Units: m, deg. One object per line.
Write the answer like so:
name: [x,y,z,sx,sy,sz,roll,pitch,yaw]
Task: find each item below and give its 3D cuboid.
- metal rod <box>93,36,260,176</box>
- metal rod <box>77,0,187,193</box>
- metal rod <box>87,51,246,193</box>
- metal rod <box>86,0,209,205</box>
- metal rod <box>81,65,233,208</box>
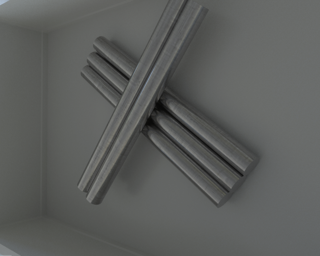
metal rod: [0.002,-0.045,0.404,0.300,0.025,0.025,42,116,31]
metal rod: [-0.043,-0.031,0.408,0.025,0.025,0.298,45,117,31]
metal rod: [-0.010,-0.025,0.413,0.300,0.025,0.025,42,116,32]
metal rod: [-0.027,-0.016,0.395,0.025,0.025,0.298,45,117,31]
metal rod: [-0.022,-0.006,0.423,0.300,0.025,0.025,42,116,32]
